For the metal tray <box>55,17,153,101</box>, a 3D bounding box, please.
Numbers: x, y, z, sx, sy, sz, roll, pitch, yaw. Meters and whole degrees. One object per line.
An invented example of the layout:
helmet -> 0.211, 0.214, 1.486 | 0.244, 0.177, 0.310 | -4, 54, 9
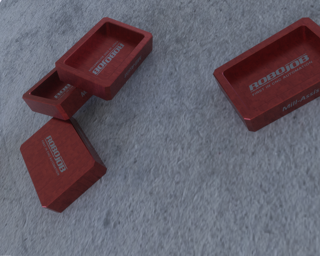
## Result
metal tray -> -0.080, -0.108, 0.465 | 0.090, 0.030, 0.130 | 24, 57, 14

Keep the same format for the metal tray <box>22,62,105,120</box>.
metal tray -> -0.141, -0.074, 0.494 | 0.090, 0.030, 0.130 | 14, 52, 33

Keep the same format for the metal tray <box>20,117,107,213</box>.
metal tray -> -0.143, 0.044, 0.447 | 0.090, 0.030, 0.130 | -42, 51, -1

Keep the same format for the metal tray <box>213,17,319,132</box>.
metal tray -> 0.141, -0.064, 0.365 | 0.130, 0.030, 0.090 | -30, 52, 8
